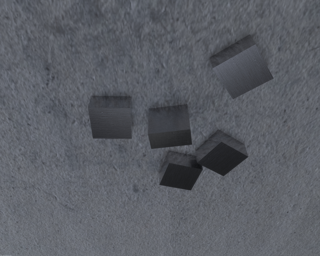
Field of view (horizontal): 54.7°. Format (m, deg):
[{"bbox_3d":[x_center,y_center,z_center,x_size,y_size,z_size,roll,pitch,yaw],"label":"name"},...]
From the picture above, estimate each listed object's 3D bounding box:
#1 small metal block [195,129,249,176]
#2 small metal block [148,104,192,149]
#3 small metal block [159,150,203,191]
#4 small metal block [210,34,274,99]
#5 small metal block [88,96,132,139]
[{"bbox_3d":[0.087,0.036,0.440,0.050,0.025,0.050,28,125,-22],"label":"small metal block"},{"bbox_3d":[0.012,-0.002,0.389,0.050,0.050,0.025,-6,130,5],"label":"small metal block"},{"bbox_3d":[0.030,0.064,0.463,0.050,0.025,0.050,12,129,-11],"label":"small metal block"},{"bbox_3d":[0.092,-0.068,0.351,0.050,0.025,0.050,-28,125,21],"label":"small metal block"},{"bbox_3d":[-0.061,-0.013,0.395,0.050,0.025,0.050,1,130,-1],"label":"small metal block"}]
